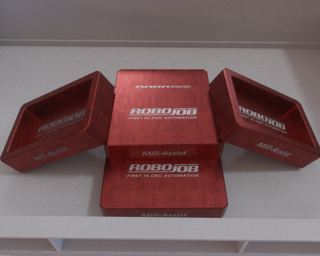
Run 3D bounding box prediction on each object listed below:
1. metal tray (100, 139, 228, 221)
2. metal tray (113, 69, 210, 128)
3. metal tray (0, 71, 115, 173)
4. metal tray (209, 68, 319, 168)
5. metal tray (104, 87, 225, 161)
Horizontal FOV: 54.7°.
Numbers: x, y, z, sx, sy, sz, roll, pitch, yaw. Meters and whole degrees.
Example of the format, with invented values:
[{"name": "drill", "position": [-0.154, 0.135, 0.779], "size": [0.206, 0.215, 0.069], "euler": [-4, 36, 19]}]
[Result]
[{"name": "metal tray", "position": [0.004, 0.056, 0.351], "size": [0.131, 0.030, 0.090], "euler": [0, 50, -1]}, {"name": "metal tray", "position": [0.004, -0.043, 0.434], "size": [0.131, 0.030, 0.090], "euler": [0, 50, -1]}, {"name": "metal tray", "position": [-0.119, -0.007, 0.365], "size": [0.130, 0.030, 0.090], "euler": [-18, 47, 23]}, {"name": "metal tray", "position": [0.125, -0.011, 0.369], "size": [0.131, 0.030, 0.090], "euler": [18, 46, -23]}, {"name": "metal tray", "position": [0.004, -0.007, 0.366], "size": [0.131, 0.030, 0.090], "euler": [-1, 50, -1]}]
